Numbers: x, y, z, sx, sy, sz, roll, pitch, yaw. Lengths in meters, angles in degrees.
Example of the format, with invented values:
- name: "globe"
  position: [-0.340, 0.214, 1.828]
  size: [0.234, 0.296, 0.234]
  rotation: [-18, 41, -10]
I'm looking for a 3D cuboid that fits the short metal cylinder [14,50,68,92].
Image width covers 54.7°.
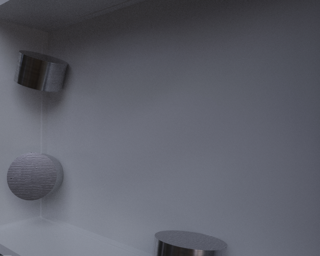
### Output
- name: "short metal cylinder"
  position: [-0.209, -0.100, 0.544]
  size: [0.080, 0.081, 0.050]
  rotation: [29, 108, 36]

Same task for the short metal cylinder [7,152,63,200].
- name: "short metal cylinder"
  position: [-0.216, 0.084, 0.542]
  size: [0.081, 0.050, 0.080]
  rotation: [1, 83, -5]

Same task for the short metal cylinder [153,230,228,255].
- name: "short metal cylinder"
  position: [0.031, 0.148, 0.341]
  size: [0.080, 0.080, 0.050]
  rotation: [2, 82, 40]
